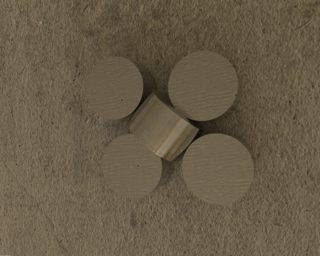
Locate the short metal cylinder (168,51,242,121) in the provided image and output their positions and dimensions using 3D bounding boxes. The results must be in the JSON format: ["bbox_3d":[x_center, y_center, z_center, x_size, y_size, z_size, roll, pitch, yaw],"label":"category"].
[{"bbox_3d":[0.056,-0.048,0.375,0.080,0.050,0.079,0,90,19],"label":"short metal cylinder"}]

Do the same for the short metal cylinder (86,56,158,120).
[{"bbox_3d":[-0.050,-0.050,0.412,0.080,0.050,0.079,0,90,19],"label":"short metal cylinder"}]

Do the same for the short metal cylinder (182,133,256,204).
[{"bbox_3d":[0.072,0.046,0.370,0.080,0.050,0.079,0,90,19],"label":"short metal cylinder"}]

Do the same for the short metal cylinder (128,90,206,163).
[{"bbox_3d":[0.008,-0.003,0.378,0.080,0.080,0.050,41,103,15],"label":"short metal cylinder"}]

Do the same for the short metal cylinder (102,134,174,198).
[{"bbox_3d":[-0.027,0.047,0.404,0.080,0.050,0.079,0,90,19],"label":"short metal cylinder"}]
